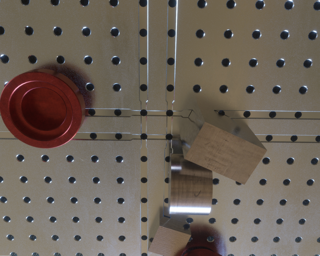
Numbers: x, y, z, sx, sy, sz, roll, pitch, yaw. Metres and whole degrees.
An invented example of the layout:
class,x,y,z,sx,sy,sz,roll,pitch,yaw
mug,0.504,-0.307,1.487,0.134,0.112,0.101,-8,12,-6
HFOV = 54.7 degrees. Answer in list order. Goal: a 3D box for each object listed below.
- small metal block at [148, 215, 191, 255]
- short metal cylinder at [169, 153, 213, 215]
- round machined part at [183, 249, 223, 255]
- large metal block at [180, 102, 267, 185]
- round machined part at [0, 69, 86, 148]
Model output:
class,x,y,z,sx,sy,sz,roll,pitch,yaw
small metal block,0.014,0.168,0.475,0.050,0.025,0.050,19,109,-7
short metal cylinder,0.038,0.074,0.412,0.050,0.080,0.079,2,110,-1
round machined part,0.065,0.231,0.488,0.099,0.042,0.097,-1,112,-2
large metal block,0.075,0.016,0.391,0.080,0.080,0.050,24,108,-9
round machined part,-0.144,-0.027,0.393,0.099,0.042,0.097,0,110,0
